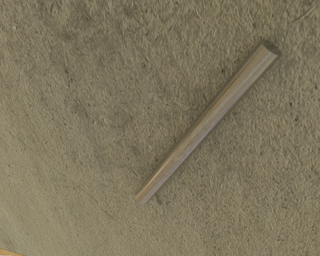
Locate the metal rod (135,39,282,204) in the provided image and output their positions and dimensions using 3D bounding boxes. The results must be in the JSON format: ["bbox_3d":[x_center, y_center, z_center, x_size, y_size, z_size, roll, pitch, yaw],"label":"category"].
[{"bbox_3d":[0.040,0.015,0.395,0.025,0.025,0.298,38,129,2],"label":"metal rod"}]
